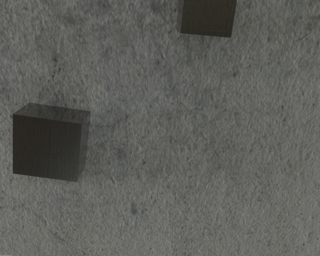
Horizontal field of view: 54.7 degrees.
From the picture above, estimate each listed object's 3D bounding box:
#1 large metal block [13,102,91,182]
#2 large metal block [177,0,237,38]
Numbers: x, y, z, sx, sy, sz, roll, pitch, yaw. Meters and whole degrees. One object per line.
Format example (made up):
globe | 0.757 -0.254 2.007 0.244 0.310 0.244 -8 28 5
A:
large metal block | -0.139 0.018 0.401 0.081 0.050 0.079 8 110 -4
large metal block | 0.048 -0.142 0.329 0.050 0.080 0.079 4 110 -2
